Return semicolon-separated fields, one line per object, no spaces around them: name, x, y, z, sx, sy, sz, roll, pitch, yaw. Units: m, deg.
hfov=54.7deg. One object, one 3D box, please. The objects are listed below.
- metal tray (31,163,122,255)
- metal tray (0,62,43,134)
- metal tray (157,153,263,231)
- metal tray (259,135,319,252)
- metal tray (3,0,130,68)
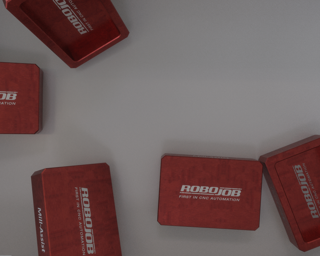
metal tray;-0.097;0.111;0.369;0.030;0.091;0.129;-19;77;43
metal tray;-0.221;-0.038;0.394;0.131;0.030;0.089;1;90;-13
metal tray;0.064;0.083;0.409;0.131;0.030;0.089;4;90;0
metal tray;0.198;0.084;0.410;0.090;0.030;0.129;-21;90;0
metal tray;-0.100;-0.131;0.354;0.090;0.130;0.030;-30;67;4
